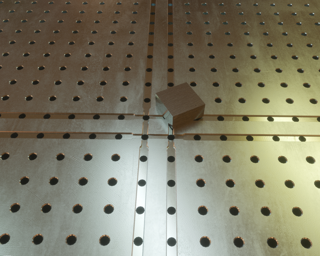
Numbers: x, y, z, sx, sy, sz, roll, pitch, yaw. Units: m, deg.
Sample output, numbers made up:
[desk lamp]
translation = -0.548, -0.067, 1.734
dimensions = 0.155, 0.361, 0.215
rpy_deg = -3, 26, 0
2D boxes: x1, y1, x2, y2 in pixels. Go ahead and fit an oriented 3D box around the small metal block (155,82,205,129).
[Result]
[small metal block]
translation = 0.028, -0.033, 0.435
dimensions = 0.050, 0.025, 0.050
rpy_deg = -22, 53, -17
